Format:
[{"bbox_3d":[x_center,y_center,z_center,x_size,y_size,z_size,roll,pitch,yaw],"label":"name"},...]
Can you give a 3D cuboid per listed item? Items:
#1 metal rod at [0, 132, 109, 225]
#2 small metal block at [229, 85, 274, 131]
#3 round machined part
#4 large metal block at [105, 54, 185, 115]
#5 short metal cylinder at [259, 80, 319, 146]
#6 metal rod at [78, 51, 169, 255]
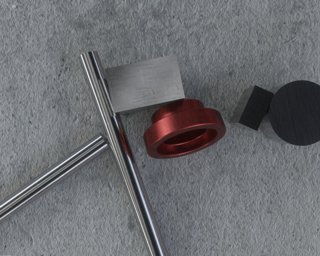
[{"bbox_3d":[-0.195,0.102,0.407,0.301,0.025,0.025,-35,90,-1],"label":"metal rod"},{"bbox_3d":[0.116,-0.024,0.399,0.025,0.050,0.050,24,90,0],"label":"small metal block"},{"bbox_3d":[0.027,-0.001,0.378,0.099,0.098,0.042,-16,67,0],"label":"round machined part"},{"bbox_3d":[-0.017,-0.049,0.382,0.080,0.080,0.050,-12,90,-1],"label":"large metal block"},{"bbox_3d":[0.172,-0.018,0.400,0.081,0.050,0.079,0,90,-1],"label":"short metal cylinder"},{"bbox_3d":[-0.042,0.048,0.399,0.025,0.025,0.298,-19,94,0],"label":"metal rod"}]
